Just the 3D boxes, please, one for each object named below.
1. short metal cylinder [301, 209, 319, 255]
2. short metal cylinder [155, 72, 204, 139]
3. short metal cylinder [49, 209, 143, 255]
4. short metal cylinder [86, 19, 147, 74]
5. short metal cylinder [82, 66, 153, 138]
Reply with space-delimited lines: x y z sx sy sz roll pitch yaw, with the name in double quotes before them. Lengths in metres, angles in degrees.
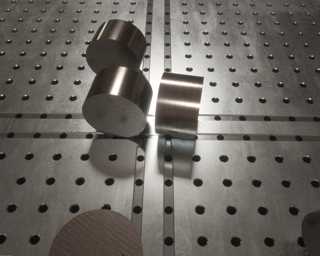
"short metal cylinder" 0.180 0.107 0.284 0.050 0.080 0.080 -17 52 -14
"short metal cylinder" 0.026 -0.029 0.396 0.050 0.080 0.080 8 51 6
"short metal cylinder" -0.055 0.123 0.287 0.081 0.050 0.080 0 50 0
"short metal cylinder" -0.065 -0.115 0.468 0.080 0.080 0.050 9 51 7
"short metal cylinder" -0.053 -0.032 0.398 0.080 0.080 0.050 7 51 5
